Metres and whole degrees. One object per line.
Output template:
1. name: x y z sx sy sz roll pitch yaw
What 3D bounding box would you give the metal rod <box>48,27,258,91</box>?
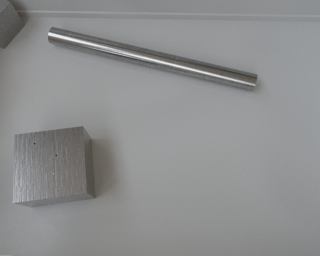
1. metal rod: -0.013 -0.100 0.445 0.302 0.025 0.025 14 71 4

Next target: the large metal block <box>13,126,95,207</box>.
1. large metal block: -0.126 0.048 0.377 0.081 0.050 0.080 -7 70 -3

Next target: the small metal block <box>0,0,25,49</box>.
1. small metal block: -0.232 -0.152 0.449 0.025 0.050 0.050 27 72 9
